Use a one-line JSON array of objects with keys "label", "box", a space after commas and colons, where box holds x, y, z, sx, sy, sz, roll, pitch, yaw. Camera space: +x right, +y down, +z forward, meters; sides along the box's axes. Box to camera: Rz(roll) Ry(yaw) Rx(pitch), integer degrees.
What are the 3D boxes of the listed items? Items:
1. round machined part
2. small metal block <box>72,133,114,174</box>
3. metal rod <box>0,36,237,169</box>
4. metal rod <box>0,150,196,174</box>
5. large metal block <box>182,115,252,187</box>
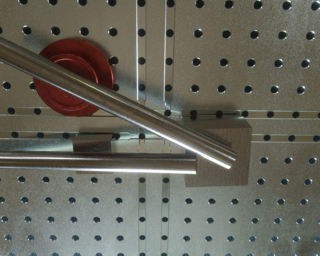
[{"label": "round machined part", "box": [-0.107, -0.059, 0.381, 0.099, 0.042, 0.097, 0, 110, -1]}, {"label": "small metal block", "box": [-0.090, 0.035, 0.426, 0.050, 0.025, 0.050, 0, 110, -1]}, {"label": "metal rod", "box": [-0.050, -0.027, 0.351, 0.301, 0.025, 0.025, 26, 108, -7]}, {"label": "metal rod", "box": [-0.105, 0.043, 0.398, 0.301, 0.025, 0.025, 0, 111, 10]}, {"label": "large metal block", "box": [0.072, 0.029, 0.409, 0.081, 0.050, 0.079, -2, 110, 0]}]
